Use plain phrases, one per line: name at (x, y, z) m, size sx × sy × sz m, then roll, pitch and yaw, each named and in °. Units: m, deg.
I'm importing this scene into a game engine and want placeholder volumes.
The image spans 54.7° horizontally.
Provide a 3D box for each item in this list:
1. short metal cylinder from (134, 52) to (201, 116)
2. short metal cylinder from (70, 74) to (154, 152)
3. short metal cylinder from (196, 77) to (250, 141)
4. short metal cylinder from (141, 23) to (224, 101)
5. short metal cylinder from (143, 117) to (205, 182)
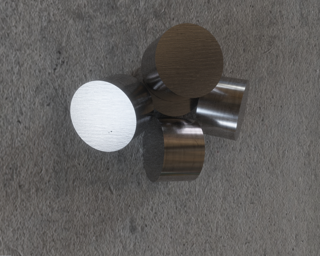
short metal cylinder at (0.009, -0.054, 0.401) m, size 0.081 × 0.050 × 0.079 m, roll 0°, pitch 90°, yaw -21°
short metal cylinder at (-0.054, -0.019, 0.356) m, size 0.080 × 0.050 × 0.079 m, roll 6°, pitch 110°, yaw 19°
short metal cylinder at (0.083, -0.027, 0.407) m, size 0.050 × 0.080 × 0.080 m, roll 13°, pitch 85°, yaw 19°
short metal cylinder at (0.024, -0.072, 0.353) m, size 0.081 × 0.050 × 0.079 m, roll 0°, pitch 90°, yaw -21°
short metal cylinder at (0.015, 0.027, 0.386) m, size 0.050 × 0.080 × 0.079 m, roll 2°, pitch 90°, yaw -20°
